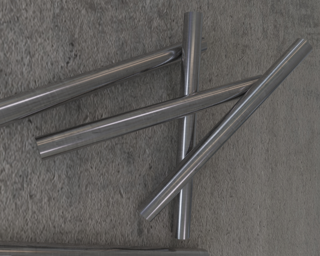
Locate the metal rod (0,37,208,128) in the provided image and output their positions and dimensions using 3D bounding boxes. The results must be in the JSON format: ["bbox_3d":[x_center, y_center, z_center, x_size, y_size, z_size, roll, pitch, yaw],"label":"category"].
[{"bbox_3d":[-0.048,-0.065,0.364,0.302,0.025,0.025,-28,108,-36],"label":"metal rod"}]

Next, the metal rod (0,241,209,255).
[{"bbox_3d":[-0.048,0.151,0.364,0.302,0.025,0.025,20,78,-38],"label":"metal rod"}]

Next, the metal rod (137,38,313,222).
[{"bbox_3d":[0.084,0.001,0.396,0.300,0.025,0.025,-46,121,-2],"label":"metal rod"}]

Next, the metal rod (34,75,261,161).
[{"bbox_3d":[0.010,-0.021,0.369,0.302,0.025,0.025,-18,102,-25],"label":"metal rod"}]

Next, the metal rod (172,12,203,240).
[{"bbox_3d":[0.036,0.001,0.415,0.025,0.025,0.298,-2,97,-40],"label":"metal rod"}]
